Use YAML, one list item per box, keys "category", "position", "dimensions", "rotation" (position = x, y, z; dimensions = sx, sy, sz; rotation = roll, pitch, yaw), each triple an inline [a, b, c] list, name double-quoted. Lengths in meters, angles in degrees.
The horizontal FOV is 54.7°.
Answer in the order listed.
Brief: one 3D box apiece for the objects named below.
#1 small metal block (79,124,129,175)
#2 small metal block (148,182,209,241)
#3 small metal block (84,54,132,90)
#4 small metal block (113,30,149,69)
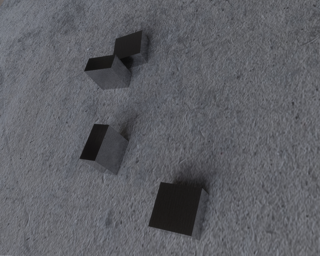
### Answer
- category: "small metal block"
  position: [-0.072, 0.029, 0.408]
  dimensions: [0.025, 0.050, 0.050]
  rotation: [4, 64, 30]
- category: "small metal block"
  position: [0.021, 0.090, 0.338]
  dimensions: [0.050, 0.025, 0.050]
  rotation: [3, 63, 29]
- category: "small metal block"
  position: [-0.080, -0.086, 0.482]
  dimensions: [0.050, 0.050, 0.025]
  rotation: [-1, 61, 27]
- category: "small metal block"
  position: [-0.047, -0.126, 0.506]
  dimensions: [0.050, 0.025, 0.050]
  rotation: [-11, 57, 22]
